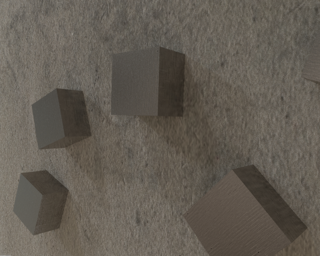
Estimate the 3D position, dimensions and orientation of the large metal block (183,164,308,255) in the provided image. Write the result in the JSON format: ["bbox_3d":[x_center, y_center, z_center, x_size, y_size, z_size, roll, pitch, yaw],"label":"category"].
[{"bbox_3d":[0.084,0.096,0.318,0.080,0.050,0.080,-51,61,28],"label":"large metal block"}]

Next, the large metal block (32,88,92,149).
[{"bbox_3d":[-0.168,-0.013,0.524,0.080,0.050,0.080,-21,77,37],"label":"large metal block"}]

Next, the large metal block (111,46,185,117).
[{"bbox_3d":[-0.016,-0.056,0.400,0.080,0.050,0.079,3,92,39],"label":"large metal block"}]

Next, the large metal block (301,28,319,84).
[{"bbox_3d":[0.174,-0.066,0.245,0.080,0.050,0.079,26,106,36],"label":"large metal block"}]

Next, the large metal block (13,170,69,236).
[{"bbox_3d":[-0.219,0.133,0.566,0.080,0.050,0.079,27,107,36],"label":"large metal block"}]
